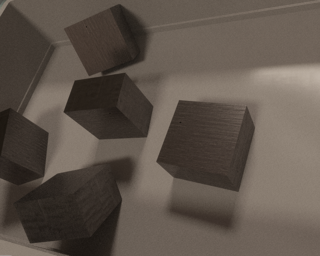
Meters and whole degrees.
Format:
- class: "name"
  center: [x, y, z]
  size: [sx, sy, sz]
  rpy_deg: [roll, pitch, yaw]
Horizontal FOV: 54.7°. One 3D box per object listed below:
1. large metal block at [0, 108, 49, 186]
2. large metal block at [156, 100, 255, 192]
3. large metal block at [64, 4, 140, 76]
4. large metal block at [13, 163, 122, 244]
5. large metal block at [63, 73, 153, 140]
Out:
- class: "large metal block"
  center: [-0.218, 0.030, 0.464]
  size: [0.050, 0.080, 0.080]
  rpy_deg: [-20, 54, 17]
- class: "large metal block"
  center: [0.054, 0.018, 0.350]
  size: [0.080, 0.050, 0.080]
  rpy_deg: [8, 65, 31]
- class: "large metal block"
  center: [-0.089, -0.139, 0.491]
  size: [0.080, 0.080, 0.050]
  rpy_deg: [-17, 24, 18]
- class: "large metal block"
  center: [-0.103, 0.086, 0.363]
  size: [0.080, 0.050, 0.080]
  rpy_deg: [-13, 11, 21]
- class: "large metal block"
  center: [-0.066, -0.026, 0.419]
  size: [0.080, 0.080, 0.050]
  rpy_deg: [-4, 60, 26]
